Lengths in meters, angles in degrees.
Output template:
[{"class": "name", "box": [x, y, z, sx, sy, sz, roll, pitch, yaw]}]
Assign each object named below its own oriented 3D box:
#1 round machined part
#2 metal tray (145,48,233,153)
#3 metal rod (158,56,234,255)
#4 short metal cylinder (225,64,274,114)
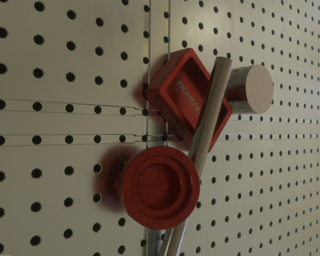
[{"class": "round machined part", "box": [-0.004, 0.072, 0.383, 0.099, 0.042, 0.097, 3, 83, -20]}, {"class": "metal tray", "box": [0.047, -0.037, 0.447, 0.130, 0.030, 0.090, 50, 61, -29]}, {"class": "metal rod", "box": [0.046, 0.051, 0.418, 0.025, 0.025, 0.298, 17, 89, -39]}, {"class": "short metal cylinder", "box": [0.146, -0.063, 0.518, 0.081, 0.050, 0.079, 0, 90, -40]}]
